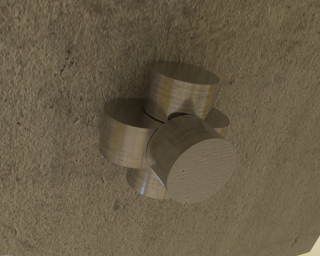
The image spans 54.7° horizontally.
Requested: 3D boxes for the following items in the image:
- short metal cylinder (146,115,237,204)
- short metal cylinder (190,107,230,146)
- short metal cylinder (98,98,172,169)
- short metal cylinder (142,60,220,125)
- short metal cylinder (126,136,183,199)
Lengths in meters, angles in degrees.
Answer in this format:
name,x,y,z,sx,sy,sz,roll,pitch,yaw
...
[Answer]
name,x,y,z,sx,sy,sz,roll,pitch,yaw
short metal cylinder,0.032,0.033,0.327,0.081,0.050,0.079,-14,125,-21
short metal cylinder,0.043,0.003,0.400,0.081,0.080,0.050,-1,119,-29
short metal cylinder,-0.028,0.004,0.361,0.081,0.080,0.050,-1,119,-28
short metal cylinder,0.024,-0.042,0.361,0.081,0.080,0.050,-2,119,-28
short metal cylinder,0.000,0.047,0.403,0.081,0.080,0.050,0,119,-29
